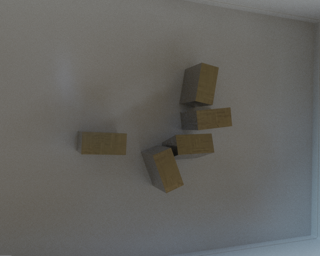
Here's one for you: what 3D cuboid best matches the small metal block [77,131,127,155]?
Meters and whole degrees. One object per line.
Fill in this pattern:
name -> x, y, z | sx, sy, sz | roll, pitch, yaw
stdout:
small metal block -> -0.071, 0.017, 0.372 | 0.050, 0.050, 0.025 | 3, 89, -20

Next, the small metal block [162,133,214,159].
small metal block -> 0.036, 0.026, 0.409 | 0.050, 0.050, 0.025 | -2, 77, -21

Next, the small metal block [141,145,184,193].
small metal block -> 0.002, 0.051, 0.399 | 0.025, 0.050, 0.050 | -22, 98, -19

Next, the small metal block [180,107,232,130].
small metal block -> 0.062, -0.012, 0.421 | 0.050, 0.050, 0.025 | -7, 93, -20

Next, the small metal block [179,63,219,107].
small metal block -> 0.052, -0.056, 0.417 | 0.025, 0.050, 0.050 | 11, 86, -20
